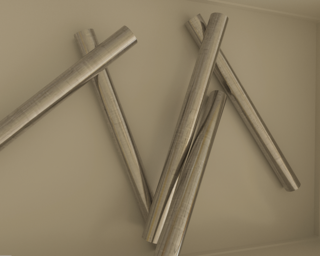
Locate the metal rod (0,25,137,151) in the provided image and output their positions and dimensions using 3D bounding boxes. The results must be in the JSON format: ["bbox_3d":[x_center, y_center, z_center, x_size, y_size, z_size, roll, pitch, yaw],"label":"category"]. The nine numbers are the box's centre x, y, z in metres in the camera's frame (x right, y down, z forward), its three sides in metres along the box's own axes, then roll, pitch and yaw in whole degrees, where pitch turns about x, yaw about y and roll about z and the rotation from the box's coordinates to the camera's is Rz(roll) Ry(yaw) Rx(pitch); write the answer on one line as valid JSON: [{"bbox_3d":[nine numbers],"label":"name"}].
[{"bbox_3d":[-0.147,-0.013,0.339,0.301,0.025,0.025,-41,103,-9],"label":"metal rod"}]

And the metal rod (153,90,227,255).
[{"bbox_3d":[0.033,0.069,0.359,0.025,0.025,0.300,35,54,-17],"label":"metal rod"}]

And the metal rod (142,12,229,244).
[{"bbox_3d":[0.034,-0.005,0.395,0.025,0.025,0.299,20,83,-19],"label":"metal rod"}]

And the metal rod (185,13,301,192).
[{"bbox_3d":[0.127,-0.029,0.456,0.025,0.025,0.299,-38,102,-16],"label":"metal rod"}]

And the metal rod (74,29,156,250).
[{"bbox_3d":[-0.043,0.024,0.394,0.025,0.025,0.298,-22,98,-19],"label":"metal rod"}]
